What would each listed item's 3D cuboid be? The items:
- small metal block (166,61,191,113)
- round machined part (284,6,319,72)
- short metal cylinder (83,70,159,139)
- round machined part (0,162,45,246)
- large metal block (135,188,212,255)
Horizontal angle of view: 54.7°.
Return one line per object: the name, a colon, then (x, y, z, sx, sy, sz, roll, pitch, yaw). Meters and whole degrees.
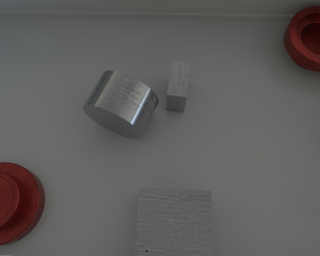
small metal block: (0.024, -0.055, 0.417, 0.025, 0.050, 0.050, 7, 70, 2)
round machined part: (0.228, -0.123, 0.448, 0.099, 0.042, 0.098, 0, 70, 0)
short metal cylinder: (-0.049, -0.028, 0.390, 0.080, 0.080, 0.050, 23, 72, 8)
round machined part: (-0.193, 0.088, 0.366, 0.099, 0.042, 0.098, 0, 70, -1)
large metal block: (0.015, 0.114, 0.355, 0.081, 0.050, 0.080, 3, 70, 0)
